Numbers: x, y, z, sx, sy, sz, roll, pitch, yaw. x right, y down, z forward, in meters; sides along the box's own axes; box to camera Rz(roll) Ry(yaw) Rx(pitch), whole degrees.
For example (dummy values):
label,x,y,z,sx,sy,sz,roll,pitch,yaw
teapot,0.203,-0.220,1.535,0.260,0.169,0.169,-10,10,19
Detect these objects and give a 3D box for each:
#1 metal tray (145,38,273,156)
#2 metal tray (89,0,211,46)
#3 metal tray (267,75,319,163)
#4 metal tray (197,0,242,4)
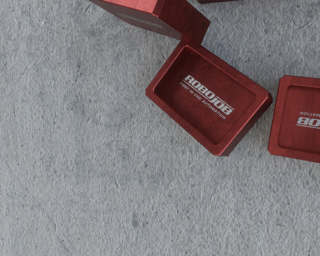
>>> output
label,x,y,z,sx,sy,sz,roll,pitch,yaw
metal tray,0.054,-0.039,0.373,0.130,0.030,0.090,43,104,27
metal tray,-0.017,-0.139,0.361,0.130,0.091,0.030,30,100,36
metal tray,0.192,-0.005,0.338,0.130,0.030,0.089,10,93,19
metal tray,0.106,-0.203,0.369,0.130,0.030,0.089,3,91,19
